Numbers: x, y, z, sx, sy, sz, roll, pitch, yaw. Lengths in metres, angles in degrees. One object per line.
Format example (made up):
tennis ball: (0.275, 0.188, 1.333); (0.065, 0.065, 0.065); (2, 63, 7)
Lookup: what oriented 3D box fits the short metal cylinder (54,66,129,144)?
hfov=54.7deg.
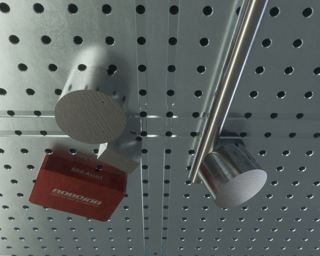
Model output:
short metal cylinder: (-0.079, -0.026, 0.372); (0.081, 0.050, 0.079); (0, 130, 0)

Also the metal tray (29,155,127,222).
metal tray: (-0.129, 0.099, 0.491); (0.131, 0.030, 0.089); (20, 127, -17)

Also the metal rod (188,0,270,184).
metal rod: (0.078, -0.036, 0.381); (0.025, 0.025, 0.298); (6, 130, -6)

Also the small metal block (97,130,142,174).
small metal block: (-0.053, 0.027, 0.418); (0.050, 0.050, 0.025); (28, 125, -22)

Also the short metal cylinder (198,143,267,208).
short metal cylinder: (0.101, 0.068, 0.437); (0.081, 0.050, 0.079); (-16, 136, -16)
